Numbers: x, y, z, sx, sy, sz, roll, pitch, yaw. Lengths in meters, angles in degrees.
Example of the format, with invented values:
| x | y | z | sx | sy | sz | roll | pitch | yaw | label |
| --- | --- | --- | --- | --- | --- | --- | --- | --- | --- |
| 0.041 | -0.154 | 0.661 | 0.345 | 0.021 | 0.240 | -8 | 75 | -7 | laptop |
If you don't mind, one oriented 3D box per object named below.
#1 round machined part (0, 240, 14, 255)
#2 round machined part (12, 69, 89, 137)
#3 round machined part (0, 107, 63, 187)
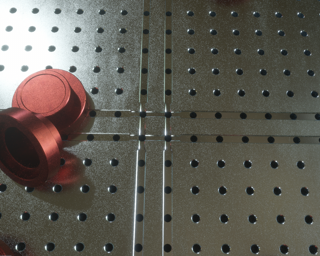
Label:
| x | y | z | sx | sy | sz | roll | pitch | yaw | label |
| --- | --- | --- | --- | --- | --- | --- | --- | --- | --- |
| -0.206 | 0.168 | 0.339 | 0.099 | 0.042 | 0.098 | 0 | 70 | -1 | round machined part |
| -0.149 | -0.038 | 0.415 | 0.099 | 0.042 | 0.098 | 0 | 70 | -1 | round machined part |
| -0.159 | 0.020 | 0.374 | 0.098 | 0.097 | 0.042 | 32 | 36 | 10 | round machined part |
